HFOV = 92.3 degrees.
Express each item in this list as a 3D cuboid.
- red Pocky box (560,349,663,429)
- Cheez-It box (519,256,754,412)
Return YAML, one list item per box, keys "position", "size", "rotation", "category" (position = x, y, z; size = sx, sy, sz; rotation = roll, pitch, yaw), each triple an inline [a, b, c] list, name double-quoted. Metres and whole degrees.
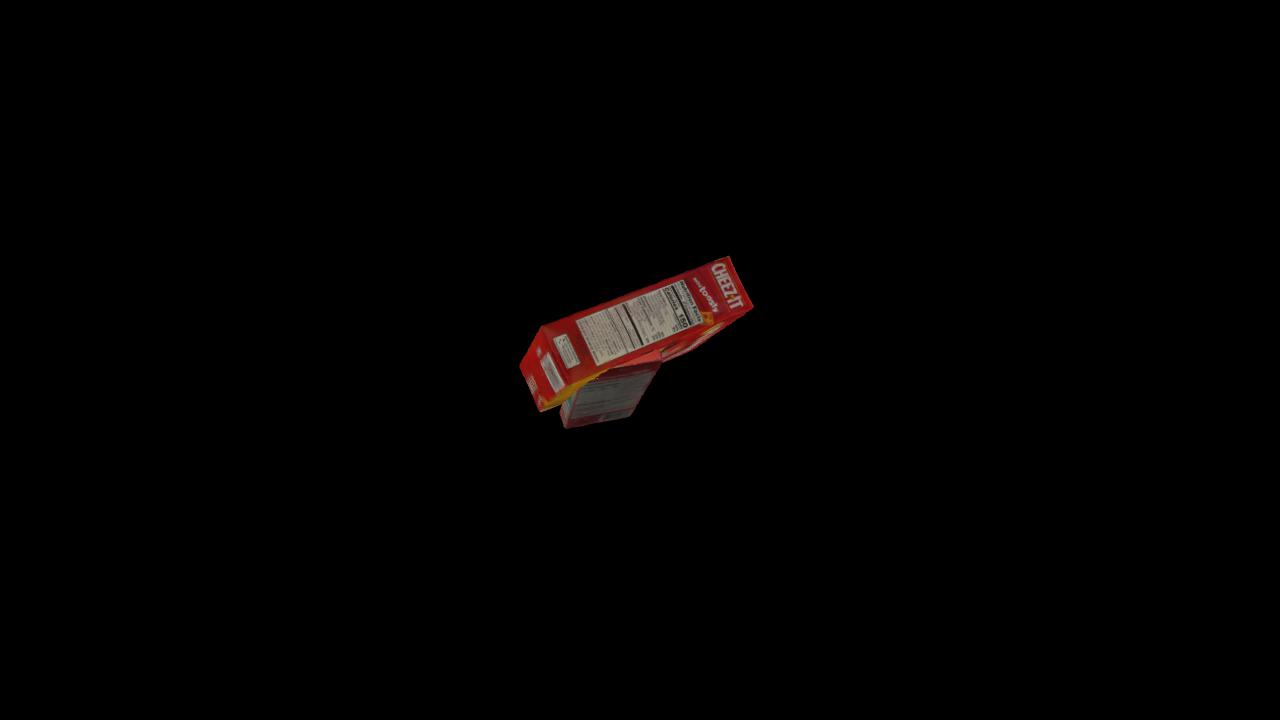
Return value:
- position: [-0.034, 0.029, 0.651]
  size: [0.083, 0.028, 0.155]
  rotation: [-8, -23, -19]
  category: "red Pocky box"
- position: [-0.010, -0.024, 0.673]
  size: [0.223, 0.071, 0.166]
  rotation: [-22, -6, -22]
  category: "Cheez-It box"
